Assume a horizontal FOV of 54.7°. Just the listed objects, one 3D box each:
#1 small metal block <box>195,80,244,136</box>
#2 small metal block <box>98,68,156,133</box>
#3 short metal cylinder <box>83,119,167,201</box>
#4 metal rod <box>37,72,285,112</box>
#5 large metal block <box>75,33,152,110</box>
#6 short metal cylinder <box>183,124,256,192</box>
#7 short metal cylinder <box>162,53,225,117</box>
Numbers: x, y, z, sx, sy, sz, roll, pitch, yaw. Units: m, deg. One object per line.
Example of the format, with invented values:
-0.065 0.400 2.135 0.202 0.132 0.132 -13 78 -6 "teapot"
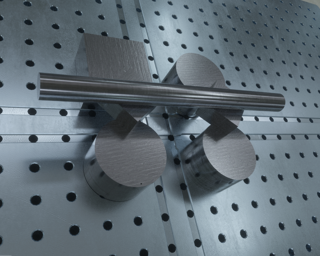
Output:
0.081 -0.027 0.404 0.050 0.025 0.050 35 51 -5 "small metal block"
-0.033 -0.032 0.346 0.050 0.025 0.050 42 51 1 "small metal block"
-0.040 0.036 0.347 0.081 0.050 0.080 14 56 -21 "short metal cylinder"
0.025 -0.036 0.347 0.303 0.025 0.025 1 62 -28 "metal rod"
-0.061 -0.070 0.401 0.081 0.050 0.080 1 61 -28 "large metal block"
0.078 0.039 0.410 0.081 0.050 0.080 14 56 -21 "short metal cylinder"
0.048 -0.063 0.456 0.081 0.050 0.080 14 56 -21 "short metal cylinder"
